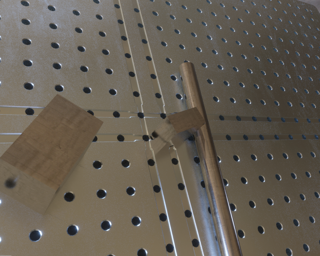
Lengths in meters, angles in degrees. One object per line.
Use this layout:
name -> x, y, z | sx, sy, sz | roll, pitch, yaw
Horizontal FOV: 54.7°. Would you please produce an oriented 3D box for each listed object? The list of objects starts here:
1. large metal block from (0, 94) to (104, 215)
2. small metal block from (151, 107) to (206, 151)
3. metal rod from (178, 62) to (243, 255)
large metal block -> -0.106, 0.027, 0.300 | 0.050, 0.080, 0.080 | 33, 51, -7
small metal block -> 0.023, 0.001, 0.406 | 0.050, 0.050, 0.025 | -19, 72, -36
metal rod -> 0.064, 0.035, 0.423 | 0.025, 0.025, 0.299 | 5, 60, -26
